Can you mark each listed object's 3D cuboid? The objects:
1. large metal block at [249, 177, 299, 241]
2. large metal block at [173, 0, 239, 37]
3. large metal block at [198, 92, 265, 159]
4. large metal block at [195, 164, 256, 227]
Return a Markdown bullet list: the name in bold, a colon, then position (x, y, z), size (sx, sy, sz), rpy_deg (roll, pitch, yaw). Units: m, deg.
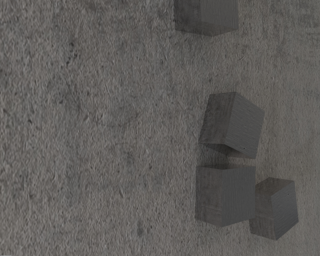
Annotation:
- **large metal block**: position (0.203, 0.142, 0.559), size (0.081, 0.050, 0.079), rpy_deg (-15, 100, -39)
- **large metal block**: position (0.066, -0.181, 0.443), size (0.081, 0.050, 0.079), rpy_deg (-5, 94, -40)
- **large metal block**: position (0.113, -0.002, 0.483), size (0.080, 0.050, 0.080), rpy_deg (24, 75, -37)
- **large metal block**: position (0.101, 0.098, 0.473), size (0.081, 0.050, 0.080), rpy_deg (1, 89, -40)
